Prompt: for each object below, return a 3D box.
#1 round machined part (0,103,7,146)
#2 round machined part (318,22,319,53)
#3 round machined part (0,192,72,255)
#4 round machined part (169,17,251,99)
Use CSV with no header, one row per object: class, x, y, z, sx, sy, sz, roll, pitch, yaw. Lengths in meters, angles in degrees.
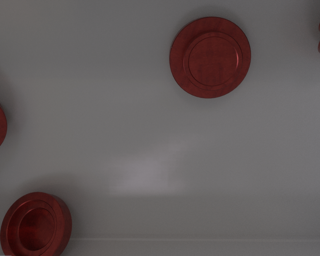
round machined part,-0.246,-0.008,0.383,0.099,0.042,0.097,-13,118,-25
round machined part,0.219,-0.118,0.342,0.098,0.098,0.042,-32,65,11
round machined part,-0.168,0.142,0.435,0.098,0.042,0.098,-5,69,14
round machined part,0.060,-0.082,0.372,0.099,0.042,0.097,0,110,0
